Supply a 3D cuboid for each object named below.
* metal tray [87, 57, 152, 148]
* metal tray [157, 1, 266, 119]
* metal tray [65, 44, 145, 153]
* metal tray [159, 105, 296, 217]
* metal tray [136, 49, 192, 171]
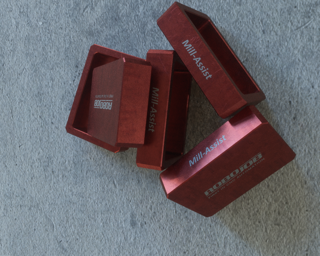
[{"bbox_3d":[-0.053,-0.030,0.368,0.130,0.030,0.089,11,95,64],"label":"metal tray"},{"bbox_3d":[0.061,-0.076,0.351,0.030,0.091,0.130,-38,78,30],"label":"metal tray"},{"bbox_3d":[-0.070,-0.041,0.431,0.090,0.030,0.129,21,97,18],"label":"metal tray"},{"bbox_3d":[0.076,0.043,0.348,0.130,0.090,0.030,-40,43,15],"label":"metal tray"},{"bbox_3d":[0.009,-0.020,0.372,0.030,0.090,0.129,7,93,20],"label":"metal tray"}]
